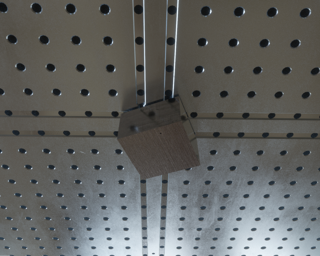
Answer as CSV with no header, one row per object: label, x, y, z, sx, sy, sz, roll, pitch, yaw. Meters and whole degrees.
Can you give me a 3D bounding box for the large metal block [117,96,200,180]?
large metal block,0.000,0.015,0.404,0.080,0.050,0.080,-16,129,13
